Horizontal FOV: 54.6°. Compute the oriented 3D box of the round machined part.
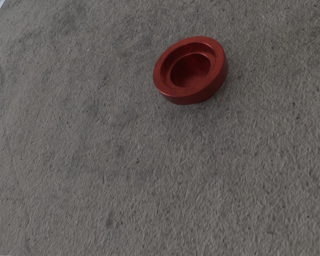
[{"bbox_3d":[0.044,-0.072,0.415,0.098,0.042,0.098,-13,56,21],"label":"round machined part"}]
